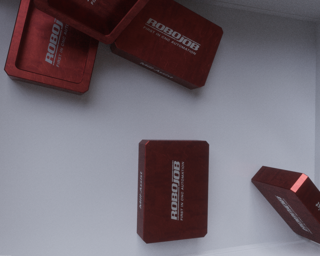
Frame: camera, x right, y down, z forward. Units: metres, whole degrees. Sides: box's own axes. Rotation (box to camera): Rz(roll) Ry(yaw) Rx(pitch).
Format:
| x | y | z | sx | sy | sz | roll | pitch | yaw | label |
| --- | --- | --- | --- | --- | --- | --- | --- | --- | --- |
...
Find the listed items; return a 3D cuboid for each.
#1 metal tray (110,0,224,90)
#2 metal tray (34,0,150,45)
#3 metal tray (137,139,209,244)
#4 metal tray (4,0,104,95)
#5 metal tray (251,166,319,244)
| x | y | z | sx | sy | sz | roll | pitch | yaw | label |
| --- | --- | --- | --- | --- | --- | --- | --- | --- | --- |
| 0.011 | -0.117 | 0.412 | 0.131 | 0.030 | 0.090 | 22 | 83 | -19 | metal tray |
| -0.050 | -0.150 | 0.299 | 0.091 | 0.130 | 0.030 | 20 | 43 | -40 | metal tray |
| 0.018 | 0.081 | 0.414 | 0.091 | 0.030 | 0.129 | 1 | 90 | -20 | metal tray |
| -0.118 | -0.112 | 0.363 | 0.091 | 0.030 | 0.129 | 13 | 86 | -20 | metal tray |
| 0.204 | 0.115 | 0.451 | 0.030 | 0.090 | 0.130 | -45 | 104 | -14 | metal tray |
